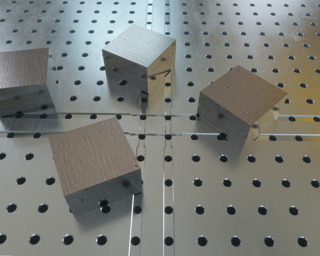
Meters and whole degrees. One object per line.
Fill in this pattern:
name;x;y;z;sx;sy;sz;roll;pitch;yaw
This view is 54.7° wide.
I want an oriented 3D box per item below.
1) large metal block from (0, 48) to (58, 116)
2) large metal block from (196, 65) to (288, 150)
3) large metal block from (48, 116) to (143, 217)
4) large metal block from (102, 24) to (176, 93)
large metal block;-0.196;-0.067;0.446;0.081;0.050;0.080;-8;51;-7
large metal block;0.108;-0.030;0.418;0.080;0.050;0.080;-36;59;-26
large metal block;-0.073;0.042;0.355;0.081;0.050;0.080;-18;53;-15
large metal block;-0.031;-0.110;0.484;0.080;0.050;0.080;26;54;20
